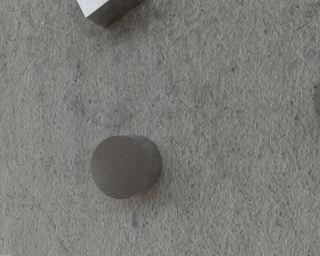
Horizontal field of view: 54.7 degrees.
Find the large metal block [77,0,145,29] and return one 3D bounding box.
[{"bbox_3d":[-0.073,-0.198,0.421,0.080,0.050,0.080,-30,80,17],"label":"large metal block"}]

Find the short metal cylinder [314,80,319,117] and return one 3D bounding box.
[{"bbox_3d":[0.208,-0.034,0.322,0.080,0.050,0.080,0,90,20],"label":"short metal cylinder"}]

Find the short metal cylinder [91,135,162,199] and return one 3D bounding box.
[{"bbox_3d":[-0.043,0.049,0.411,0.080,0.050,0.080,0,90,20],"label":"short metal cylinder"}]
